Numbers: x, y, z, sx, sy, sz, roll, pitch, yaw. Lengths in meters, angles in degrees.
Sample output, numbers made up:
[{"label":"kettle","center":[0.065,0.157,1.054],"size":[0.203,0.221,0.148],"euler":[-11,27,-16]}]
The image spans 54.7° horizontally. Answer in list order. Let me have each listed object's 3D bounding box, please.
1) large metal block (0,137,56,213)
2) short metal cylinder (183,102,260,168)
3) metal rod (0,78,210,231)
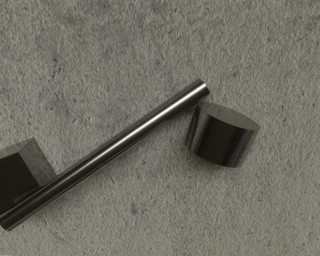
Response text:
[{"label":"large metal block","center":[-0.196,0.069,0.419],"size":[0.080,0.050,0.080],"euler":[-21,109,7]},{"label":"short metal cylinder","center":[0.075,0.006,0.384],"size":[0.080,0.080,0.050],"euler":[17,109,-7]},{"label":"metal rod","center":[-0.068,0.033,0.388],"size":[0.301,0.025,0.025],"euler":[-34,107,-1]}]
